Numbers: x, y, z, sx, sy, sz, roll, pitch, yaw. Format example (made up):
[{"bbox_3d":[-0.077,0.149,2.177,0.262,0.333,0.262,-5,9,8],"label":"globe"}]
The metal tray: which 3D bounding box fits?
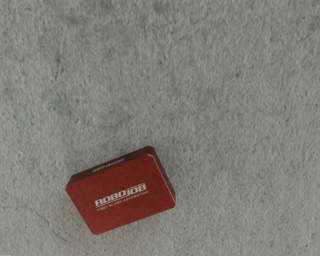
[{"bbox_3d":[-0.053,0.090,0.440,0.130,0.030,0.090,-22,109,7],"label":"metal tray"}]
